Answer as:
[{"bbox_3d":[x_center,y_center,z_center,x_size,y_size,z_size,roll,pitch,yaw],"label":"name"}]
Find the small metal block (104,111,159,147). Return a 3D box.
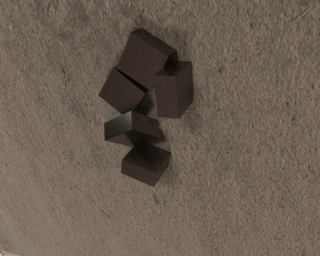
[{"bbox_3d":[-0.037,0.003,0.408,0.050,0.050,0.025,-21,65,35],"label":"small metal block"}]

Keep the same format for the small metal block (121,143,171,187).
[{"bbox_3d":[-0.019,0.048,0.429,0.050,0.050,0.025,20,126,15],"label":"small metal block"}]

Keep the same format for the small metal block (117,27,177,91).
[{"bbox_3d":[-0.016,-0.081,0.364,0.050,0.025,0.050,34,129,5],"label":"small metal block"}]

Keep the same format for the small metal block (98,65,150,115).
[{"bbox_3d":[-0.044,-0.048,0.399,0.050,0.025,0.050,39,129,1],"label":"small metal block"}]

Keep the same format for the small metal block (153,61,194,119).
[{"bbox_3d":[0.017,-0.045,0.353,0.025,0.050,0.050,8,122,24],"label":"small metal block"}]
